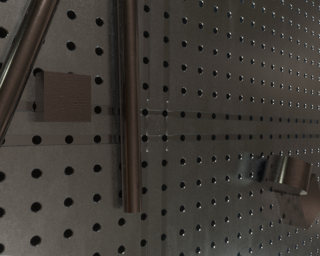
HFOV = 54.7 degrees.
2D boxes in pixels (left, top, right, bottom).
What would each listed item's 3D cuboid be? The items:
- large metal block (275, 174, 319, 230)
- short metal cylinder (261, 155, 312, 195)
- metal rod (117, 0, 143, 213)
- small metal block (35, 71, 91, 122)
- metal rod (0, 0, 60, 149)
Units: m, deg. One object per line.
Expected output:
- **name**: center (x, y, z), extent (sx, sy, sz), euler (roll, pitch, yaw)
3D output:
- **large metal block**: center (0.289, 0.147, 0.639), extent (0.081, 0.050, 0.080), euler (-33, 111, -35)
- **short metal cylinder**: center (0.234, 0.087, 0.573), extent (0.080, 0.080, 0.050), euler (29, 72, -37)
- **metal rod**: center (-0.037, -0.048, 0.379), extent (0.025, 0.025, 0.298), euler (-2, 92, -40)
- **small metal block**: center (-0.101, -0.031, 0.326), extent (0.050, 0.025, 0.050), euler (0, 90, -40)
- **metal rod**: center (-0.125, -0.095, 0.304), extent (0.025, 0.025, 0.299), euler (26, 74, -37)
